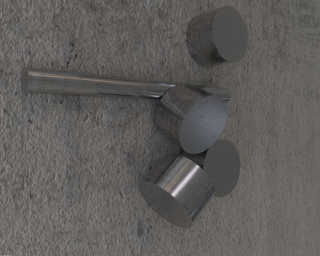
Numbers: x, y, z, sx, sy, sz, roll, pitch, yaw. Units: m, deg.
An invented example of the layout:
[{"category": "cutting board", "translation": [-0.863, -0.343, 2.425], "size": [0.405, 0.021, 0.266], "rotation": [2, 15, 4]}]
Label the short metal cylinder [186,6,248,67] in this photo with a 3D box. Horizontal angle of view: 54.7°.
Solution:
[{"category": "short metal cylinder", "translation": [0.085, -0.133, 0.459], "size": [0.081, 0.050, 0.080], "rotation": [0, 90, -40]}]

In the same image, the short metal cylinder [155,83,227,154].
[{"category": "short metal cylinder", "translation": [0.041, -0.013, 0.404], "size": [0.081, 0.050, 0.079], "rotation": [-20, 125, -31]}]

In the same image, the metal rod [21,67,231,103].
[{"category": "metal rod", "translation": [-0.013, -0.048, 0.393], "size": [0.302, 0.025, 0.025], "rotation": [-1, 91, -40]}]

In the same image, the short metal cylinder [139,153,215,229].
[{"category": "short metal cylinder", "translation": [0.021, 0.078, 0.386], "size": [0.050, 0.080, 0.080], "rotation": [-46, 118, -30]}]

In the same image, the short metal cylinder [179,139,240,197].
[{"category": "short metal cylinder", "translation": [0.071, 0.055, 0.448], "size": [0.081, 0.050, 0.080], "rotation": [0, 91, -40]}]
